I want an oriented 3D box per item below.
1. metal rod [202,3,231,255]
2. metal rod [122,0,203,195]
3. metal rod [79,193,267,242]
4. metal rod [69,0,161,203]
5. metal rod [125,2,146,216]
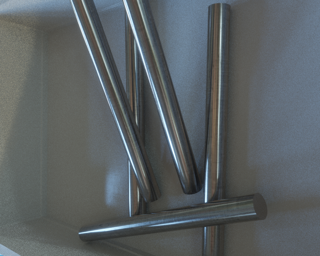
[{"bbox_3d":[0.064,0.012,0.354,0.025,0.025,0.298,2,91,40],"label":"metal rod"},{"bbox_3d":[-0.003,-0.061,0.329,0.025,0.025,0.298,-1,115,40],"label":"metal rod"},{"bbox_3d":[-0.011,0.119,0.386,0.299,0.025,0.025,-24,75,40],"label":"metal rod"},{"bbox_3d":[-0.055,-0.043,0.377,0.025,0.025,0.298,-5,111,40],"label":"metal rod"},{"bbox_3d":[-0.034,-0.027,0.435,0.025,0.025,0.298,-2,89,40],"label":"metal rod"}]
